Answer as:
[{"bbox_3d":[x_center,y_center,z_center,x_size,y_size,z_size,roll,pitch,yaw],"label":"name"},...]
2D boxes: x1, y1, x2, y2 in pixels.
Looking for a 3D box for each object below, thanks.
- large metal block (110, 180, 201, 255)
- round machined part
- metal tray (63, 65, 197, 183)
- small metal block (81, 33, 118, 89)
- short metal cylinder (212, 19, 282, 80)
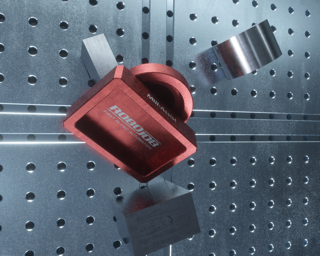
[{"bbox_3d":[-0.009,0.106,0.380,0.081,0.080,0.050,-15,96,-19],"label":"large metal block"},{"bbox_3d":[-0.011,-0.037,0.382,0.099,0.042,0.097,-3,131,-4],"label":"round machined part"},{"bbox_3d":[-0.031,0.002,0.359,0.090,0.030,0.130,-36,119,24],"label":"metal tray"},{"bbox_3d":[-0.071,-0.076,0.369,0.025,0.050,0.050,-25,89,-18],"label":"small metal block"},{"bbox_3d":[0.119,-0.107,0.427,0.080,0.080,0.050,-31,100,-17],"label":"short metal cylinder"}]
